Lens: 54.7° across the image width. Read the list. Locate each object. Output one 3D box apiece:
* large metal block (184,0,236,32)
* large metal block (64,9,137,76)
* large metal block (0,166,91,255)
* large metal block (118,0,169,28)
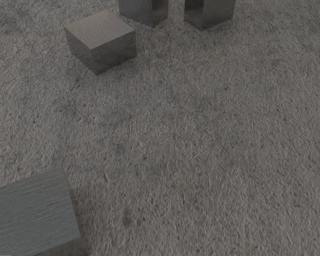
[{"bbox_3d":[0.093,-0.236,0.566,0.081,0.080,0.050,-29,56,-22],"label":"large metal block"},{"bbox_3d":[-0.096,-0.141,0.505,0.080,0.050,0.080,-33,57,-24],"label":"large metal block"},{"bbox_3d":[-0.123,0.096,0.306,0.081,0.050,0.080,-18,52,-15],"label":"large metal block"},{"bbox_3d":[-0.031,-0.244,0.572,0.080,0.080,0.050,29,56,22],"label":"large metal block"}]
